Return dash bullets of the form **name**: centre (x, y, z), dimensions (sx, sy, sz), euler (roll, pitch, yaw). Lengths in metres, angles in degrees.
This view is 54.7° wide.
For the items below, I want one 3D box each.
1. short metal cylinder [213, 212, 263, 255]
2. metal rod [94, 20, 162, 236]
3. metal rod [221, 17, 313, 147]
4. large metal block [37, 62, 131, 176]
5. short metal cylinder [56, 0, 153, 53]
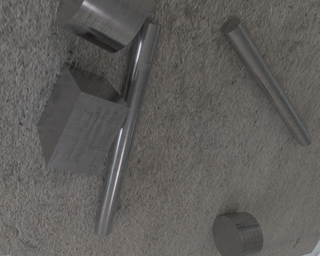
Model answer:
- **short metal cylinder**: centre (0.143, 0.199, 0.573), dimensions (0.050, 0.080, 0.079), euler (-2, 119, -28)
- **metal rod**: centre (-0.047, 0.018, 0.392), dimensions (0.025, 0.025, 0.298), euler (1, 118, -29)
- **metal rod**: centre (0.176, -0.051, 0.471), dimensions (0.025, 0.025, 0.301), euler (-47, 129, 4)
- **large metal block**: centre (-0.083, -0.010, 0.320), dimensions (0.050, 0.080, 0.080), euler (18, 109, -35)
- **short metal cylinder**: centre (-0.049, -0.114, 0.274), dimensions (0.050, 0.080, 0.080), euler (22, 107, -36)
